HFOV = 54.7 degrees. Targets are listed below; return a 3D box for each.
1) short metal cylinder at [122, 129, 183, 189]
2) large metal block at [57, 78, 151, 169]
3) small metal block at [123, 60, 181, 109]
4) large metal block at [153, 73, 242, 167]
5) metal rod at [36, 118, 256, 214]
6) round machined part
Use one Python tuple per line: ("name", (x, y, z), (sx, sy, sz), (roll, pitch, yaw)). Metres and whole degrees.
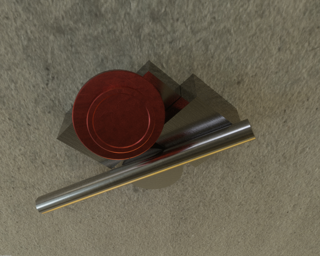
("short metal cylinder", (-0.010, 0.039, 0.425), (0.081, 0.050, 0.079), (0, 130, 0))
("large metal block", (-0.066, -0.005, 0.385), (0.080, 0.050, 0.080), (35, 122, -26))
("small metal block", (-0.011, -0.044, 0.370), (0.050, 0.025, 0.050), (35, 122, -27))
("large metal block", (0.043, -0.007, 0.387), (0.080, 0.050, 0.080), (34, 122, -26))
("metal rod", (-0.031, 0.054, 0.389), (0.300, 0.025, 0.025), (-22, 127, 17))
("round machined part", (-0.042, -0.012, 0.329), (0.099, 0.042, 0.097), (-3, 105, -11))
